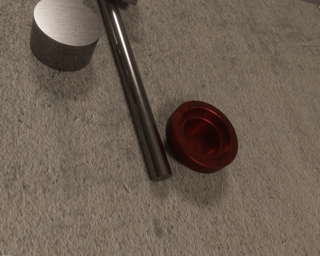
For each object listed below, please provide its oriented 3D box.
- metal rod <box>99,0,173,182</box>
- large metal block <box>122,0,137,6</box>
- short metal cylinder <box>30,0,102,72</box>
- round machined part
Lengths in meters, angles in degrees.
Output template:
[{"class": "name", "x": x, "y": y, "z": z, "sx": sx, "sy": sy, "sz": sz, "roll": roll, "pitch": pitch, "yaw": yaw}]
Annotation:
[{"class": "metal rod", "x": -0.040, "y": -0.071, "z": 0.427, "sx": 0.025, "sy": 0.025, "sz": 0.299, "roll": -4, "pitch": 64, "yaw": -31}, {"class": "large metal block", "x": -0.069, "y": -0.239, "z": 0.480, "sx": 0.081, "sy": 0.050, "sz": 0.080, "roll": 16, "pitch": 31, "yaw": -20}, {"class": "short metal cylinder", "x": -0.121, "y": -0.119, "z": 0.396, "sx": 0.081, "sy": 0.050, "sz": 0.080, "roll": 14, "pitch": 56, "yaw": -21}, {"class": "round machined part", "x": 0.051, "y": 0.015, "z": 0.413, "sx": 0.099, "sy": 0.042, "sz": 0.098, "roll": 14, "pitch": 56, "yaw": -21}]
